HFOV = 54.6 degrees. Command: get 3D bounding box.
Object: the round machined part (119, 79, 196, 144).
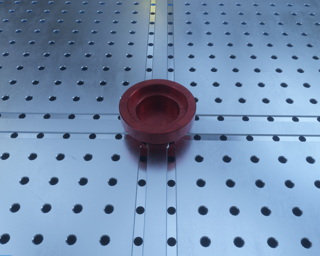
[{"bbox_3d":[-0.003,-0.017,0.410,0.099,0.042,0.098,0,50,0],"label":"round machined part"}]
